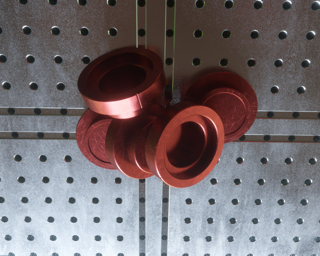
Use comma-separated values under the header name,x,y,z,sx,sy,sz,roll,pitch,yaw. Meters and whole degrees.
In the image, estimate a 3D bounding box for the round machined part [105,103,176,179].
name,x,y,z,sx,sy,sz,roll,pitch,yaw
round machined part,-0.014,0.018,0.385,0.099,0.042,0.097,-12,110,-36

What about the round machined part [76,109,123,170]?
name,x,y,z,sx,sy,sz,roll,pitch,yaw
round machined part,-0.062,0.012,0.408,0.099,0.042,0.097,0,110,-1

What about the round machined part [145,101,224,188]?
name,x,y,z,sx,sy,sz,roll,pitch,yaw
round machined part,0.024,0.016,0.359,0.099,0.042,0.097,-12,112,-31

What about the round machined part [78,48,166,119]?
name,x,y,z,sx,sy,sz,roll,pitch,yaw
round machined part,-0.041,-0.049,0.361,0.099,0.098,0.042,-12,135,4

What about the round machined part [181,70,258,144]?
name,x,y,z,sx,sy,sz,roll,pitch,yaw
round machined part,0.077,-0.023,0.397,0.099,0.042,0.097,0,110,-1
